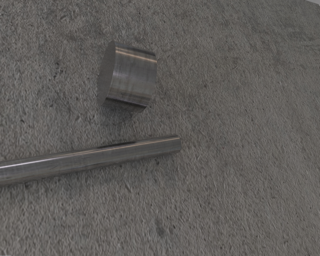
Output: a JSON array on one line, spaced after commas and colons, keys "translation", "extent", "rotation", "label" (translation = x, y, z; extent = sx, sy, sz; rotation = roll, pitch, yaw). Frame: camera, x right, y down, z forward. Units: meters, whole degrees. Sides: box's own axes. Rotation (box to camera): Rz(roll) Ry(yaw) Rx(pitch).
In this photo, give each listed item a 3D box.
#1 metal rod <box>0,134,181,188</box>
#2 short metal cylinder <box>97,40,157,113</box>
[{"translation": [-0.107, 0.038, 0.322], "extent": [0.303, 0.025, 0.025], "rotation": [-8, 66, -32], "label": "metal rod"}, {"translation": [-0.043, -0.062, 0.383], "extent": [0.050, 0.080, 0.080], "rotation": [10, 58, -23], "label": "short metal cylinder"}]
